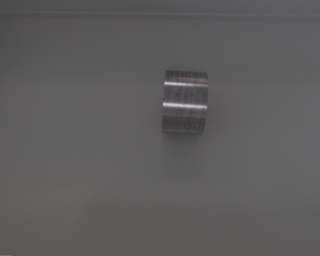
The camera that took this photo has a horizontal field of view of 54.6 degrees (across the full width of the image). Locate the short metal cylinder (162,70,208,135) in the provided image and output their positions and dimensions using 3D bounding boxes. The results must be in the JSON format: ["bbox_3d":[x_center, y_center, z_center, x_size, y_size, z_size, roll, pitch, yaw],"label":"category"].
[{"bbox_3d":[0.030,-0.032,0.392,0.050,0.080,0.080,4,70,1],"label":"short metal cylinder"}]
